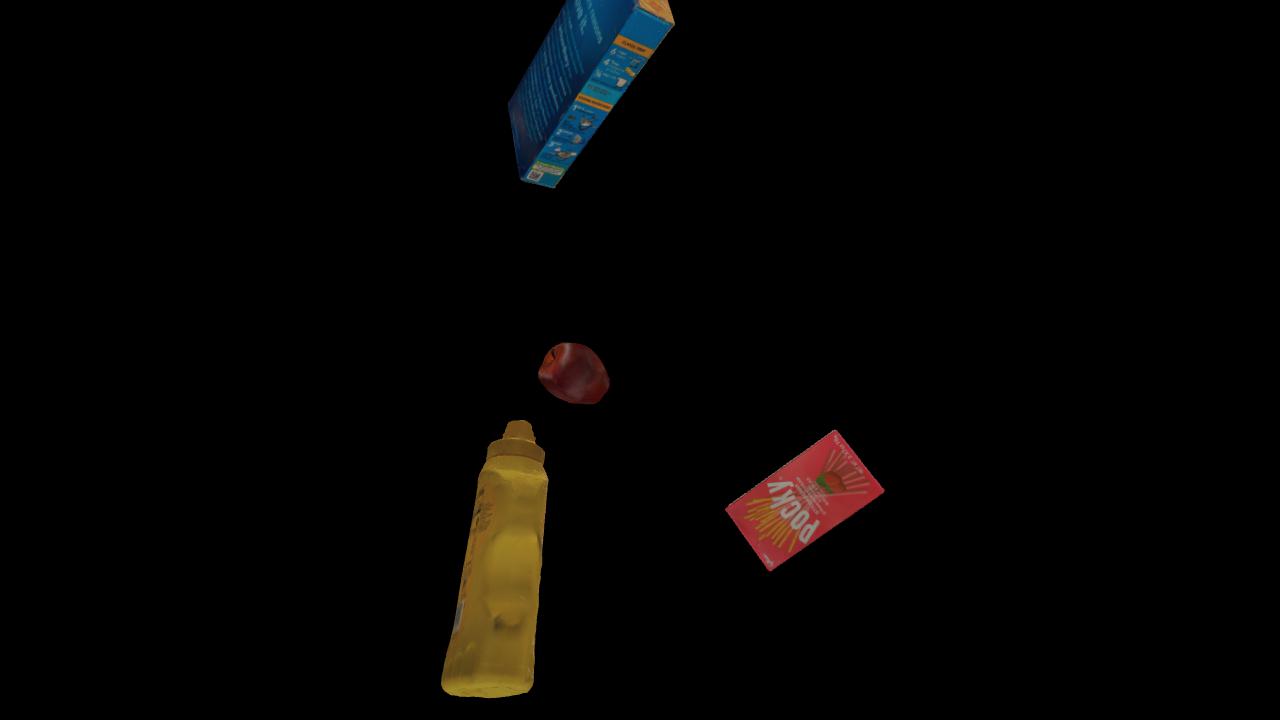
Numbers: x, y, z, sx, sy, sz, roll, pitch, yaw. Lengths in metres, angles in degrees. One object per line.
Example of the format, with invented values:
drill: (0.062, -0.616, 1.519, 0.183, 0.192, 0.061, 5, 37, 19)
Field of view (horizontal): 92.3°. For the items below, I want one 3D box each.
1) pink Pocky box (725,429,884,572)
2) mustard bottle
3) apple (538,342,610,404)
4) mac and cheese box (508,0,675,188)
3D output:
pink Pocky box: (0.181, 0.155, 0.683, 0.155, 0.084, 0.029, -37, -13, 7)
mustard bottle: (-0.093, 0.125, 0.422, 0.054, 0.184, 0.092, 9, -34, -14)
apple: (-0.081, 0.017, 0.776, 0.093, 0.079, 0.079, 41, -25, -32)
mac and cheese box: (-0.049, -0.234, 0.497, 0.041, 0.093, 0.184, 6, -28, -36)
